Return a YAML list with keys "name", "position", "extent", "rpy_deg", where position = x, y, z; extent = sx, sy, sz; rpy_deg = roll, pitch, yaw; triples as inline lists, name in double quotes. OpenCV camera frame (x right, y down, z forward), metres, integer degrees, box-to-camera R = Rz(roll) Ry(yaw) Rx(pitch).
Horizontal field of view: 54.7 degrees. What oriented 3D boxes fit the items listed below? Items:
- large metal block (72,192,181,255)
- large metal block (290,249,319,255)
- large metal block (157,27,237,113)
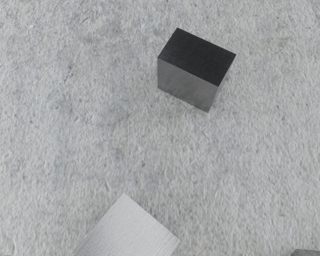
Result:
- name: "large metal block"
  position: [-0.034, 0.132, 0.346]
  extent: [0.080, 0.050, 0.080]
  rpy_deg: [38, 74, 12]
- name: "large metal block"
  position: [0.172, 0.175, 0.317]
  extent: [0.050, 0.080, 0.080]
  rpy_deg: [-40, 75, -13]
- name: "large metal block"
  position: [0.044, -0.072, 0.406]
  extent: [0.080, 0.080, 0.050]
  rpy_deg: [28, 72, 9]
